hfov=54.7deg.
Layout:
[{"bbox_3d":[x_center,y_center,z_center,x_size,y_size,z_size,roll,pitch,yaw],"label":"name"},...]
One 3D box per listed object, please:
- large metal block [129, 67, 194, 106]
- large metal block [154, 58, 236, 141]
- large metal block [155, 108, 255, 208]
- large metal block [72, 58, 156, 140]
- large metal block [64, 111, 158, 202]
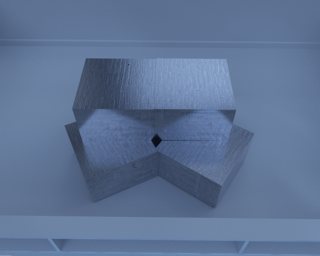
[{"bbox_3d":[0.003,-0.042,0.422,0.080,0.050,0.080,1,50,1],"label":"large metal block"},{"bbox_3d":[0.035,-0.033,0.348,0.080,0.050,0.080,1,50,0],"label":"large metal block"},{"bbox_3d":[0.051,0.031,0.360,0.080,0.050,0.080,27,55,21],"label":"large metal block"},{"bbox_3d":[-0.046,-0.033,0.349,0.080,0.050,0.080,1,50,0],"label":"large metal block"},{"bbox_3d":[-0.056,0.027,0.364,0.081,0.050,0.080,-21,53,-17],"label":"large metal block"}]
